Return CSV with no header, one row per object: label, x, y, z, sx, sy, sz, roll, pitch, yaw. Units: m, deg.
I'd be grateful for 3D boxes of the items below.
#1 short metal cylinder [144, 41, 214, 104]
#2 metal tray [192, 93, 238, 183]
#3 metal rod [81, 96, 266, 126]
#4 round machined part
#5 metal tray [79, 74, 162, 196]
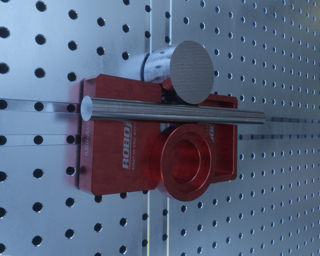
short metal cylinder,0.026,-0.070,0.409,0.081,0.050,0.079,0,90,-40
metal tray,0.077,0.015,0.466,0.091,0.030,0.129,1,89,-40
metal rod,0.043,-0.018,0.401,0.302,0.025,0.025,1,90,-40
round machined part,0.025,0.043,0.403,0.099,0.042,0.097,0,90,-40
metal tray,-0.044,0.008,0.363,0.091,0.030,0.129,4,88,-40
